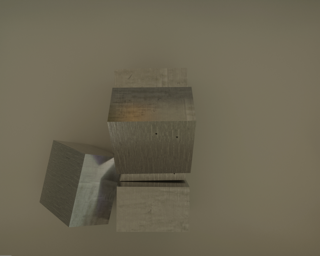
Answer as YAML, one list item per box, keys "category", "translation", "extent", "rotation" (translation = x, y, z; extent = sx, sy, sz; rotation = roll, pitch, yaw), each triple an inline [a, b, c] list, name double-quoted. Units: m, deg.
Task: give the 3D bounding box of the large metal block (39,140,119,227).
- category: "large metal block"
  translation: [-0.096, 0.064, 0.373]
  extent: [0.050, 0.080, 0.080]
  rotation: [12, 91, -43]

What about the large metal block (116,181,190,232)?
- category: "large metal block"
  translation: [-0.008, 0.090, 0.382]
  extent: [0.081, 0.080, 0.050]
  rotation: [0, 90, -1]

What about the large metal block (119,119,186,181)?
- category: "large metal block"
  translation: [-0.010, 0.024, 0.399]
  extent: [0.081, 0.050, 0.079]
  rotation: [-1, 90, -1]

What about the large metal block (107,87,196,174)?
- category: "large metal block"
  translation: [-0.007, 0.004, 0.326]
  extent: [0.081, 0.079, 0.050]
  rotation: [-1, 45, -1]

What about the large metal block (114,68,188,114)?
- category: "large metal block"
  translation: [-0.010, -0.041, 0.381]
  extent: [0.081, 0.080, 0.050]
  rotation: [-1, 90, -1]
